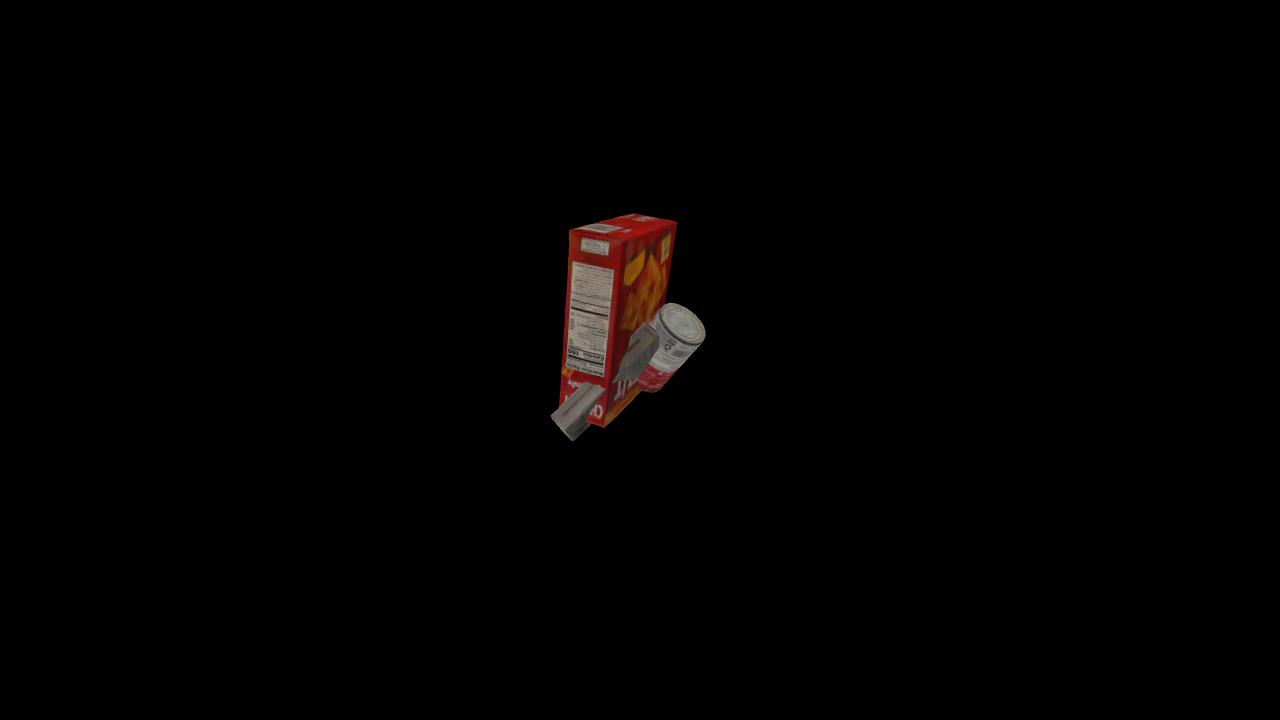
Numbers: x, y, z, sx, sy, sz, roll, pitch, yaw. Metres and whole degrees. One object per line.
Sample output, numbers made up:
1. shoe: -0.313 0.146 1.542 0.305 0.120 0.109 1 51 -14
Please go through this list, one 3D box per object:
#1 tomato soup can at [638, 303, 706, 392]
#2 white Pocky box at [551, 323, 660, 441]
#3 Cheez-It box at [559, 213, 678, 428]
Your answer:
1. tomato soup can: 0.027 -0.015 0.770 0.068 0.068 0.101 0 -38 -39
2. white Pocky box: -0.037 0.029 0.727 0.028 0.154 0.084 43 -12 13
3. Cheez-It box: -0.026 -0.054 0.739 0.071 0.223 0.166 16 24 18
